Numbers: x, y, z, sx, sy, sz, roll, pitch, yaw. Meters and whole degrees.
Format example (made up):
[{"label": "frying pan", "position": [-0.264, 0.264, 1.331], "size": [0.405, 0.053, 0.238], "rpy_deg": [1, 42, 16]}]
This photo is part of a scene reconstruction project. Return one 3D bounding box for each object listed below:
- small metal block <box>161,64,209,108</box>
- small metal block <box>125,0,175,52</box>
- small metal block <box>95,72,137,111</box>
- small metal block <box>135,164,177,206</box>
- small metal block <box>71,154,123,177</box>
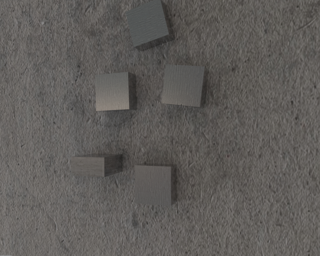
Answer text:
[{"label": "small metal block", "position": [0.032, -0.053, 0.397], "size": [0.050, 0.025, 0.050], "rpy_deg": [7, 93, 19]}, {"label": "small metal block", "position": [-0.013, -0.137, 0.413], "size": [0.050, 0.025, 0.050], "rpy_deg": [-15, 85, 19]}, {"label": "small metal block", "position": [-0.061, -0.049, 0.430], "size": [0.050, 0.025, 0.050], "rpy_deg": [-2, 89, 20]}, {"label": "small metal block", "position": [-0.005, 0.074, 0.411], "size": [0.050, 0.025, 0.050], "rpy_deg": [0, 90, 20]}, {"label": "small metal block", "position": [-0.086, 0.050, 0.426], "size": [0.050, 0.050, 0.025], "rpy_deg": [-1, 90, 20]}]
